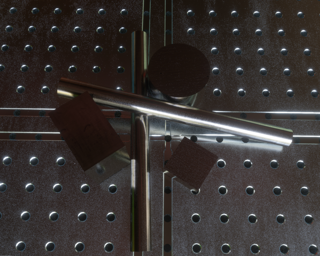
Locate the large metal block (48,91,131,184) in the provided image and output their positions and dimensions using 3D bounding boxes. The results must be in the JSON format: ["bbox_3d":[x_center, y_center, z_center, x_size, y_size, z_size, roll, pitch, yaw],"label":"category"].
[{"bbox_3d":[-0.081,0.015,0.375,0.050,0.080,0.080,-33,74,-11],"label":"large metal block"}]

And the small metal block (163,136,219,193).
[{"bbox_3d":[0.039,0.047,0.396,0.050,0.025,0.050,32,73,10],"label":"small metal block"}]

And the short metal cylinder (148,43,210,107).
[{"bbox_3d":[0.025,-0.067,0.423,0.081,0.050,0.080,0,70,0],"label":"short metal cylinder"}]

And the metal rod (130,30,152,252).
[{"bbox_3d":[-0.026,0.003,0.410,0.025,0.025,0.299,-1,70,-1],"label":"metal rod"}]

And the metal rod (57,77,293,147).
[{"bbox_3d":[0.023,-0.019,0.399,0.302,0.025,0.025,12,70,-4],"label":"metal rod"}]
